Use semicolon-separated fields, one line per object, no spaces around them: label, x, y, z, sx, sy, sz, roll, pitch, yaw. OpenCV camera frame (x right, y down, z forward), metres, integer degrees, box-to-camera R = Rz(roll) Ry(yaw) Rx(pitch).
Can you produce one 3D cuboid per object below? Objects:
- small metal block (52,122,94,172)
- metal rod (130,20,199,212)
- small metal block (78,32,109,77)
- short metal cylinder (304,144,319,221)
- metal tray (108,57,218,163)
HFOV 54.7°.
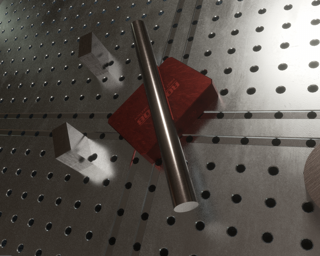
small metal block;-0.124;0.027;0.438;0.025;0.050;0.050;-30;52;9
metal rod;-0.004;-0.040;0.393;0.025;0.025;0.299;-24;53;13
small metal block;-0.112;-0.125;0.525;0.025;0.050;0.050;-19;55;17
short metal cylinder;0.171;0.051;0.271;0.080;0.050;0.080;-13;57;20
metal tray;0.003;-0.028;0.419;0.130;0.030;0.090;-47;52;-5
